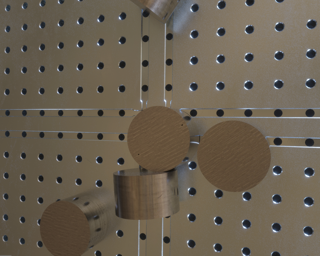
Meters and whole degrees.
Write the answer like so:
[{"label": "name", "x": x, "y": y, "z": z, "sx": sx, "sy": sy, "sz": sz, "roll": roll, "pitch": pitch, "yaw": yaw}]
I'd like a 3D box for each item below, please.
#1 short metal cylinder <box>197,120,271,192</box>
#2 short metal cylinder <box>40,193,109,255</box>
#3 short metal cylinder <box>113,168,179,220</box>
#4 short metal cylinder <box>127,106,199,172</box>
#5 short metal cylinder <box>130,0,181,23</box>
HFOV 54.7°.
[{"label": "short metal cylinder", "x": 0.089, "y": 0.031, "z": 0.368, "sx": 0.080, "sy": 0.050, "sz": 0.079, "roll": 0, "pitch": 90, "yaw": 19}, {"label": "short metal cylinder", "x": -0.121, "y": 0.138, "z": 0.440, "sx": 0.080, "sy": 0.050, "sz": 0.079, "roll": 0, "pitch": 90, "yaw": 19}, {"label": "short metal cylinder", "x": -0.017, "y": 0.079, "z": 0.388, "sx": 0.080, "sy": 0.080, "sz": 0.050, "roll": -4, "pitch": 89, "yaw": 19}, {"label": "short metal cylinder", "x": 0.005, "y": 0.013, "z": 0.396, "sx": 0.080, "sy": 0.050, "sz": 0.079, "roll": 0, "pitch": 90, "yaw": 19}, {"label": "short metal cylinder", "x": -0.012, "y": -0.176, "z": 0.387, "sx": 0.080, "sy": 0.080, "sz": 0.050, "roll": 38, "pitch": 102, "yaw": 15}]
